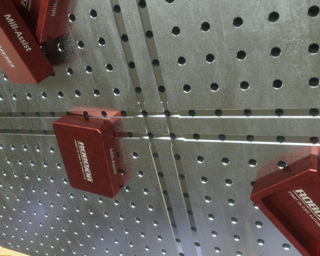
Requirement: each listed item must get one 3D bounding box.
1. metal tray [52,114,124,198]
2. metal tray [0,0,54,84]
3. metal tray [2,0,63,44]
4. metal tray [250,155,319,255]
[{"bbox_3d":[-0.113,0.046,0.497,0.090,0.030,0.129,8,122,24],"label":"metal tray"},{"bbox_3d":[-0.207,-0.122,0.413,0.090,0.030,0.130,8,134,44],"label":"metal tray"},{"bbox_3d":[-0.163,-0.183,0.381,0.090,0.030,0.129,35,129,5],"label":"metal tray"},{"bbox_3d":[0.186,0.104,0.373,0.130,0.030,0.090,47,129,-5],"label":"metal tray"}]
